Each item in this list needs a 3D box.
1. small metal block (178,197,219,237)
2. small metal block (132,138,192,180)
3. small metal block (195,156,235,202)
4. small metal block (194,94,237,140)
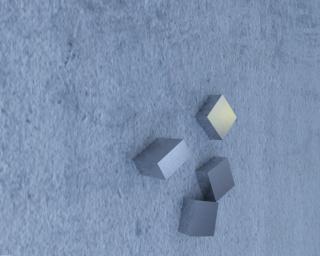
[{"bbox_3d":[0.057,0.131,0.456,0.050,0.025,0.050,16,80,-39],"label":"small metal block"},{"bbox_3d":[0.002,0.037,0.393,0.050,0.050,0.025,-40,115,-33],"label":"small metal block"},{"bbox_3d":[0.086,0.078,0.480,0.050,0.025,0.050,-29,108,-37],"label":"small metal block"},{"bbox_3d":[0.087,-0.017,0.481,0.050,0.025,0.050,52,59,-28],"label":"small metal block"}]
